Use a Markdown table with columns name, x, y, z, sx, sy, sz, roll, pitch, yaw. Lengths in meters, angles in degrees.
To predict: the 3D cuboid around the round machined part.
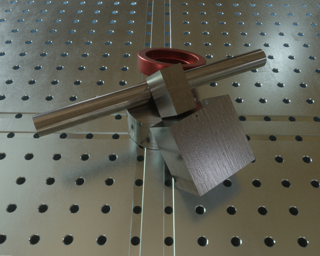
| name | x | y | z | sx | sy | sz | roll | pitch | yaw |
| --- | --- | --- | --- | --- | --- | --- | --- | --- | --- |
| round machined part | 0.015 | -0.084 | 0.452 | 0.099 | 0.042 | 0.098 | 5 | 28 | -2 |

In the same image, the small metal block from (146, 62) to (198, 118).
| name | x | y | z | sx | sy | sz | roll | pitch | yaw |
| --- | --- | --- | --- | --- | --- | --- | --- | --- | --- |
| small metal block | 0.012 | -0.040 | 0.346 | 0.025 | 0.050 | 0.050 | -23 | 96 | -19 |

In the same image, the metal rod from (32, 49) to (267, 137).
| name | x | y | z | sx | sy | sz | roll | pitch | yaw |
| --- | --- | --- | --- | --- | --- | --- | --- | --- | --- |
| metal rod | 0.001 | -0.049 | 0.383 | 0.302 | 0.025 | 0.025 | -19 | 53 | -16 |

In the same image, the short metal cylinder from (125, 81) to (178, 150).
| name | x | y | z | sx | sy | sz | roll | pitch | yaw |
| --- | --- | --- | --- | --- | --- | --- | --- | --- | --- |
| short metal cylinder | -0.003 | -0.018 | 0.406 | 0.081 | 0.050 | 0.080 | 0 | 50 | 0 |

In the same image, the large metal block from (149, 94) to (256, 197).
| name | x | y | z | sx | sy | sz | roll | pitch | yaw |
| --- | --- | --- | --- | --- | --- | --- | --- | --- | --- |
| large metal block | 0.048 | 0.017 | 0.348 | 0.081 | 0.050 | 0.080 | -29 | 100 | -22 |
